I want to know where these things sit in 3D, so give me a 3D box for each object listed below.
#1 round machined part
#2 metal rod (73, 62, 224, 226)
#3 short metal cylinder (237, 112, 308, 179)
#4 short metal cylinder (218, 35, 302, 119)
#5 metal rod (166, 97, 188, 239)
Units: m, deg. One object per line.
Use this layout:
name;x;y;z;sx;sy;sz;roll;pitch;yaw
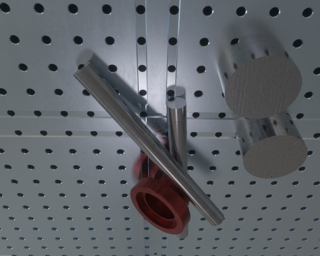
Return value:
round machined part;0.005;0.113;0.477;0.098;0.042;0.097;25;139;25
metal rod;-0.001;0.036;0.415;0.025;0.025;0.300;-30;116;22
short metal cylinder;0.147;0.023;0.416;0.081;0.050;0.079;0;130;0
short metal cylinder;0.109;-0.057;0.348;0.081;0.050;0.079;0;130;0
metal rod;0.030;0.082;0.481;0.025;0.025;0.298;-3;130;2
